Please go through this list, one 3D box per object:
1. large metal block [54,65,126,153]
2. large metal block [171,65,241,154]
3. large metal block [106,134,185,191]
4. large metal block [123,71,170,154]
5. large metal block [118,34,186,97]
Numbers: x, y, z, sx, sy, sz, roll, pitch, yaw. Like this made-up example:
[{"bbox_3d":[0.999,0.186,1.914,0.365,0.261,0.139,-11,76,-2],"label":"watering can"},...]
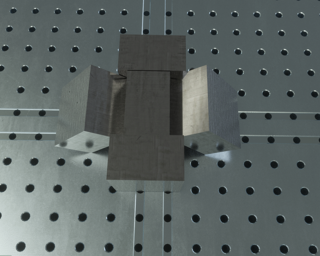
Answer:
[{"bbox_3d":[-0.085,-0.019,0.382,0.050,0.080,0.080,16,66,-37],"label":"large metal block"},{"bbox_3d":[0.057,-0.018,0.381,0.050,0.080,0.080,-14,65,35],"label":"large metal block"},{"bbox_3d":[-0.015,0.044,0.365,0.081,0.080,0.050,1,70,0],"label":"large metal block"},{"bbox_3d":[-0.014,-0.016,0.387,0.050,0.080,0.080,1,70,0],"label":"large metal block"},{"bbox_3d":[-0.009,-0.078,0.410,0.081,0.080,0.050,1,70,0],"label":"large metal block"}]
